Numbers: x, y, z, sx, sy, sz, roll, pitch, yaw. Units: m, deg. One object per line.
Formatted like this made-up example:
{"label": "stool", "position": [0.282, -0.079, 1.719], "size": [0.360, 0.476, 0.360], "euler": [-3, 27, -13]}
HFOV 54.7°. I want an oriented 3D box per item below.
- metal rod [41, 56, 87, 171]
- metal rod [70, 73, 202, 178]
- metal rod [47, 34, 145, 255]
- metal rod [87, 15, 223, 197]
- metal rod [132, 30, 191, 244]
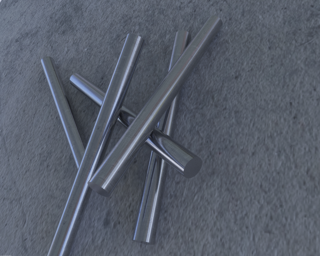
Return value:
{"label": "metal rod", "position": [-0.151, -0.027, 0.497], "size": [0.025, 0.025, 0.300], "euler": [-36, 51, 4]}
{"label": "metal rod", "position": [-0.054, -0.020, 0.420], "size": [0.025, 0.025, 0.300], "euler": [-49, 45, -6]}
{"label": "metal rod", "position": [-0.079, 0.023, 0.387], "size": [0.025, 0.025, 0.299], "euler": [14, 82, 33]}
{"label": "metal rod", "position": [0.010, -0.048, 0.379], "size": [0.025, 0.025, 0.301], "euler": [11, 52, 32]}
{"label": "metal rod", "position": [0.008, -0.007, 0.402], "size": [0.025, 0.025, 0.299], "euler": [-3, 60, 26]}
